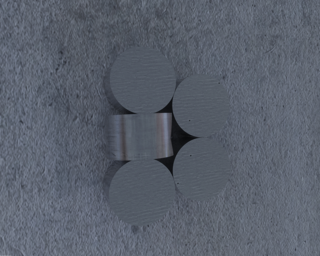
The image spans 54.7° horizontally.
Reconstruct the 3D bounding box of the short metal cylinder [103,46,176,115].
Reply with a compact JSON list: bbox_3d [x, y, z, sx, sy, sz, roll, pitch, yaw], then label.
[{"bbox_3d":[-0.027,-0.056,0.387,0.081,0.050,0.080,0,90,-19],"label":"short metal cylinder"}]

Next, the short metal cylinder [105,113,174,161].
[{"bbox_3d":[-0.025,0.009,0.372,0.081,0.080,0.050,-3,92,-20],"label":"short metal cylinder"}]

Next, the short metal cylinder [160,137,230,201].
[{"bbox_3d":[0.045,0.051,0.413,0.081,0.050,0.080,0,91,-19],"label":"short metal cylinder"}]

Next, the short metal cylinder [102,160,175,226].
[{"bbox_3d":[-0.028,0.075,0.387,0.081,0.050,0.080,0,90,-19],"label":"short metal cylinder"}]

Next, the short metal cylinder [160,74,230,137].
[{"bbox_3d":[0.044,-0.029,0.412,0.081,0.050,0.080,0,91,-20],"label":"short metal cylinder"}]
